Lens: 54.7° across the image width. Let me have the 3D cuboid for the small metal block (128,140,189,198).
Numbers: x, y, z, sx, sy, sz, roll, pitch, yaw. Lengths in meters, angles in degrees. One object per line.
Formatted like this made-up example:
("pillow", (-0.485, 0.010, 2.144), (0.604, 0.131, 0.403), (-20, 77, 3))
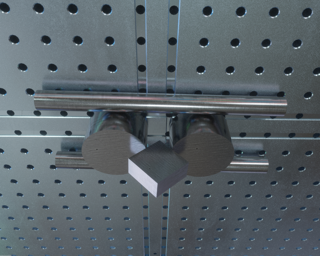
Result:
("small metal block", (-0.002, 0.047, 0.370), (0.050, 0.050, 0.025), (-29, 140, -34))

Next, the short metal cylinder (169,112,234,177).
("short metal cylinder", (0.053, 0.019, 0.408), (0.081, 0.050, 0.079), (0, 130, 0))

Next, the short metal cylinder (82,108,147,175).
("short metal cylinder", (-0.057, 0.016, 0.404), (0.081, 0.050, 0.079), (0, 130, 0))

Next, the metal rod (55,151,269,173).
("metal rod", (0.004, 0.050, 0.450), (0.302, 0.025, 0.025), (2, 130, -2))

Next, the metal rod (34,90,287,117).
("metal rod", (0.002, -0.030, 0.381), (0.302, 0.025, 0.025), (1, 130, -2))
